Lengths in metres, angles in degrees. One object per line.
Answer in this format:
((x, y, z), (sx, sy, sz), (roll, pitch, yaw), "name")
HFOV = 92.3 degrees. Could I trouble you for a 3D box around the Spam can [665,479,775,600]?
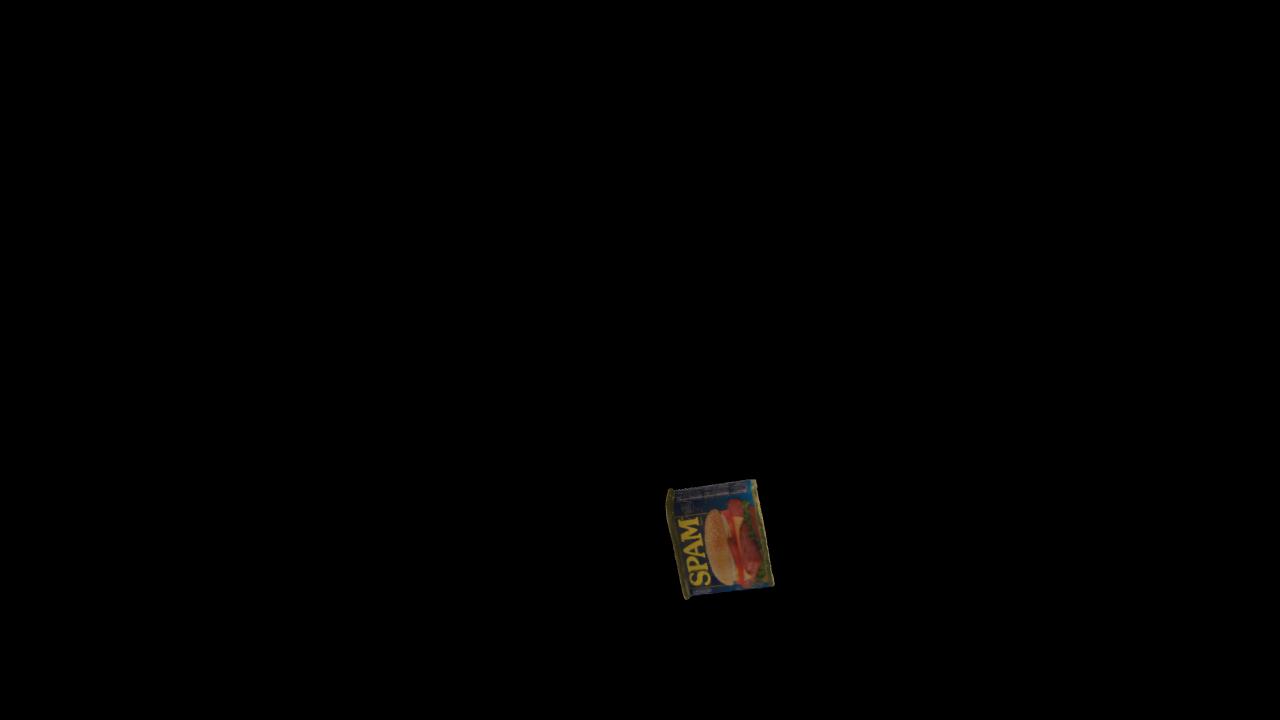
((0.076, 0.167, 0.578), (0.085, 0.101, 0.058), (-10, 11, 9), "Spam can")
